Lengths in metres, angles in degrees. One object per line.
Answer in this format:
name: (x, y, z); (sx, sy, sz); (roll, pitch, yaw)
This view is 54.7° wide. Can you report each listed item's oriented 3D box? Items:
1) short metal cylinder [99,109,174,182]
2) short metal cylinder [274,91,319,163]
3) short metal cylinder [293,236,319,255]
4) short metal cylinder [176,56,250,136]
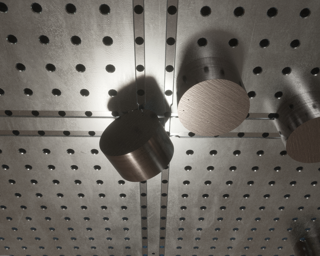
short metal cylinder: (-0.029, 0.021, 0.393); (0.080, 0.080, 0.050); (-18, 128, 14)
short metal cylinder: (0.195, 0.000, 0.398); (0.081, 0.050, 0.079); (0, 130, 0)
short metal cylinder: (0.319, 0.262, 0.624); (0.081, 0.050, 0.079); (-1, 130, 0)
short metal cylinder: (0.060, -0.037, 0.365); (0.081, 0.050, 0.079); (0, 130, 0)
